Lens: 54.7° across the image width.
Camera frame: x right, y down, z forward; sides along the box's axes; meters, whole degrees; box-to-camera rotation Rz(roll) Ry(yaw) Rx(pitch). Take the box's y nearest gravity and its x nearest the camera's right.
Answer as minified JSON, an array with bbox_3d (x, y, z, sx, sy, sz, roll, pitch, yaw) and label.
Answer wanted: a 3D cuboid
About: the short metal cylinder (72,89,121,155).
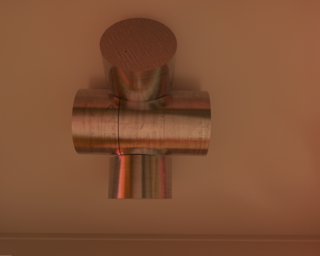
[{"bbox_3d":[-0.071,-0.007,0.377,0.050,0.080,0.079,1,110,0],"label":"short metal cylinder"}]

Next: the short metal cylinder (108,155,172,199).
[{"bbox_3d":[-0.025,0.065,0.396,0.081,0.080,0.050,0,76,0],"label":"short metal cylinder"}]

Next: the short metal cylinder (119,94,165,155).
[{"bbox_3d":[-0.020,-0.006,0.377,0.050,0.080,0.079,1,110,0],"label":"short metal cylinder"}]

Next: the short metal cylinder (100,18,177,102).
[{"bbox_3d":[-0.023,-0.076,0.344,0.081,0.080,0.050,2,148,-1],"label":"short metal cylinder"}]

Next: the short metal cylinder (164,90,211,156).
[{"bbox_3d":[0.031,-0.006,0.378,0.050,0.080,0.079,1,110,0],"label":"short metal cylinder"}]
